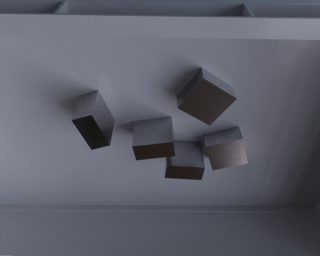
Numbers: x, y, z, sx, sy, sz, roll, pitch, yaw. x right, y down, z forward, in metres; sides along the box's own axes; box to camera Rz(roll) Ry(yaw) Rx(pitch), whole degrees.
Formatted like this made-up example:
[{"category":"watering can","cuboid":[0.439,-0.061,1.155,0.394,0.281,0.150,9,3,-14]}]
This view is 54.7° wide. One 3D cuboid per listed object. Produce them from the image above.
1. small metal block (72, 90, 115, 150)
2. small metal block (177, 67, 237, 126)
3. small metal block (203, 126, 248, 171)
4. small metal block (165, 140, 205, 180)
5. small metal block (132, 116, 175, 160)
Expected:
[{"category":"small metal block","cuboid":[-0.081,-0.010,0.383,0.025,0.050,0.050,-14,129,12]},{"category":"small metal block","cuboid":[0.056,-0.037,0.378,0.050,0.025,0.050,27,125,-21]},{"category":"small metal block","cuboid":[0.092,0.030,0.435,0.050,0.025,0.050,-13,129,11]},{"category":"small metal block","cuboid":[0.033,0.044,0.430,0.050,0.050,0.025,4,130,-4]},{"category":"small metal block","cuboid":[-0.007,0.013,0.403,0.050,0.050,0.025,-7,130,5]}]
